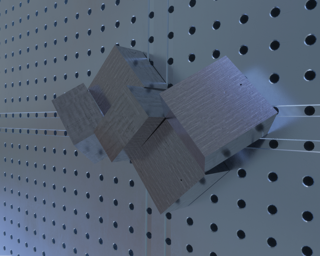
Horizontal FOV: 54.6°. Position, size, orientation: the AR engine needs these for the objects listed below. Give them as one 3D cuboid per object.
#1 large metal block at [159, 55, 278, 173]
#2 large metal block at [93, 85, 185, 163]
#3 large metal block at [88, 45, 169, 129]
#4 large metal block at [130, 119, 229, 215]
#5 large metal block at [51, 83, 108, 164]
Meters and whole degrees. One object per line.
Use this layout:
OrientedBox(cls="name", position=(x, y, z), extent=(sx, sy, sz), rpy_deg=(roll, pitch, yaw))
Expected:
OrientedBox(cls="large metal block", position=(0.057, -0.014, 0.319), extent=(0.080, 0.050, 0.080), rpy_deg=(-31, 65, -7))
OrientedBox(cls="large metal block", position=(-0.023, -0.005, 0.393), extent=(0.080, 0.081, 0.050), rpy_deg=(-50, 62, 28))
OrientedBox(cls="large metal block", position=(-0.045, -0.054, 0.431), extent=(0.080, 0.050, 0.080), rpy_deg=(-50, 61, 30))
OrientedBox(cls="large metal block", position=(0.021, 0.045, 0.376), extent=(0.080, 0.050, 0.080), rpy_deg=(-48, 60, 29))
OrientedBox(cls="large metal block", position=(-0.103, -0.004, 0.450), extent=(0.050, 0.080, 0.080), rpy_deg=(-31, 65, -6))
